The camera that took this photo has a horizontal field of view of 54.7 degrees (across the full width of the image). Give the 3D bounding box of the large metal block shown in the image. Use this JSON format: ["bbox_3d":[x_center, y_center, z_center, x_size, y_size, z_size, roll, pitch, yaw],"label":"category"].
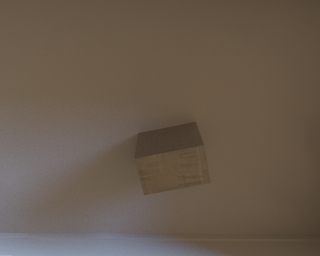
[{"bbox_3d":[0.015,0.036,0.396,0.080,0.080,0.050,-11,110,4],"label":"large metal block"}]
